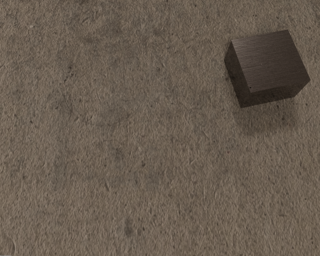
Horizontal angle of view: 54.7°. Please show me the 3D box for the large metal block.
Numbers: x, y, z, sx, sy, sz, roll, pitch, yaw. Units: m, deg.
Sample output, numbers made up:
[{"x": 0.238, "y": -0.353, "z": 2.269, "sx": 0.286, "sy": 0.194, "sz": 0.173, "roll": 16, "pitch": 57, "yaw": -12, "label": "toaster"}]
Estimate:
[{"x": 0.143, "y": -0.081, "z": 0.426, "sx": 0.081, "sy": 0.050, "sz": 0.080, "roll": -12, "pitch": 71, "yaw": -5, "label": "large metal block"}]
